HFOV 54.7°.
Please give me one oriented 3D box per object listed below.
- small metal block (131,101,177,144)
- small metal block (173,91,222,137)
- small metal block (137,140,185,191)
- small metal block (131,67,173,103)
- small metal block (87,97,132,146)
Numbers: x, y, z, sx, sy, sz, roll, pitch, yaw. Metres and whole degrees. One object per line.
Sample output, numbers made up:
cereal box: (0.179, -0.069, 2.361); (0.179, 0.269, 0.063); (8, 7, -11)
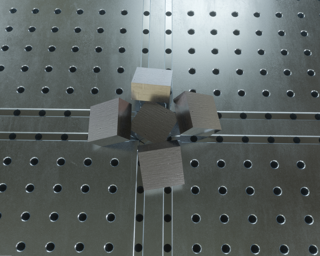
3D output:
small metal block: (-0.008, -0.004, 0.412); (0.050, 0.025, 0.050); (30, 72, 10)
small metal block: (0.049, -0.018, 0.406); (0.050, 0.025, 0.050); (5, 65, -36)
small metal block: (0.001, 0.045, 0.382); (0.050, 0.025, 0.050); (-8, 106, -4)
small metal block: (-0.010, -0.059, 0.420); (0.050, 0.025, 0.050); (6, 34, 2)
small metal block: (-0.065, -0.007, 0.401); (0.050, 0.025, 0.050); (-13, 66, 32)
